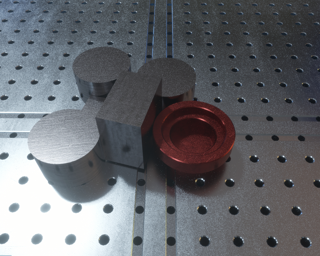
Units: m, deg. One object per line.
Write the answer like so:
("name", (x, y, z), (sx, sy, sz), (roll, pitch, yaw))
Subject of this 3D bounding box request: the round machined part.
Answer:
("round machined part", (0.040, 0.015, 0.384), (0.099, 0.042, 0.098), (0, 50, 0))

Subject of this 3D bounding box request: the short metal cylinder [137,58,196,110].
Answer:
("short metal cylinder", (0.009, -0.054, 0.436), (0.080, 0.050, 0.080), (0, 50, 0))

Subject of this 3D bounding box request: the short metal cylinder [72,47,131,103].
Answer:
("short metal cylinder", (-0.082, -0.074, 0.453), (0.080, 0.050, 0.080), (0, 50, 0))

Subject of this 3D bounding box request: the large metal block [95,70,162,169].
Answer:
("large metal block", (-0.033, -0.010, 0.376), (0.050, 0.080, 0.080), (12, 51, 10))

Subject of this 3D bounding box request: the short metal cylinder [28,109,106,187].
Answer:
("short metal cylinder", (-0.108, 0.023, 0.371), (0.080, 0.050, 0.080), (0, 50, 0))

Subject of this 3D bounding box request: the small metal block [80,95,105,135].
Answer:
("small metal block", (-0.079, -0.014, 0.418), (0.050, 0.025, 0.050), (12, 51, 9))
